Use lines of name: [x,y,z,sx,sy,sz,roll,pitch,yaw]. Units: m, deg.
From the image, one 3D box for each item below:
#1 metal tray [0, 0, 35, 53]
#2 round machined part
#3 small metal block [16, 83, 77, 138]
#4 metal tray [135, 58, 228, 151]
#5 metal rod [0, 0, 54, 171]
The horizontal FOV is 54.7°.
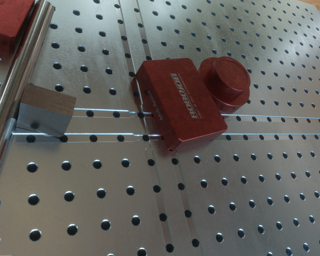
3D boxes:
metal tray: [-0.231,-0.153,0.374,0.131,0.030,0.090,18,55,-19]
round machined part: [0.107,-0.078,0.505,0.099,0.042,0.098,14,56,-21]
small metal block: [-0.124,-0.017,0.336,0.050,0.050,0.025,16,55,-21]
metal tray: [0.030,-0.039,0.447,0.091,0.030,0.130,-12,68,-34]
metal rod: [-0.163,-0.038,0.344,0.025,0.025,0.300,16,55,-20]
